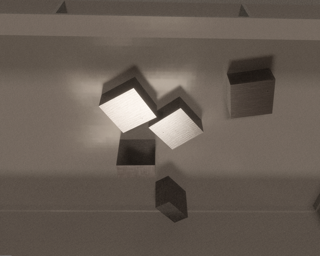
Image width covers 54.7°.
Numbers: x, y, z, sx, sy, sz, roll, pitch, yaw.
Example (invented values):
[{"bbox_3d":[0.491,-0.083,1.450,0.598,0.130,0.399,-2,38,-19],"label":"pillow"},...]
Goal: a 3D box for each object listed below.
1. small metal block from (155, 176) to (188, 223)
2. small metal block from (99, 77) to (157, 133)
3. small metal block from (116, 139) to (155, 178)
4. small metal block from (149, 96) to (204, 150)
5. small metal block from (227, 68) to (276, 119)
[{"bbox_3d":[0.018,0.112,0.489,0.025,0.050,0.050,-30,125,22],"label":"small metal block"},{"bbox_3d":[-0.039,-0.028,0.385,0.050,0.025,0.050,-25,126,19],"label":"small metal block"},{"bbox_3d":[-0.032,0.042,0.428,0.050,0.050,0.025,0,130,0],"label":"small metal block"},{"bbox_3d":[0.021,-0.005,0.405,0.050,0.025,0.050,-31,124,23],"label":"small metal block"},{"bbox_3d":[0.109,-0.041,0.376,0.050,0.025,0.050,-7,130,5],"label":"small metal block"}]
